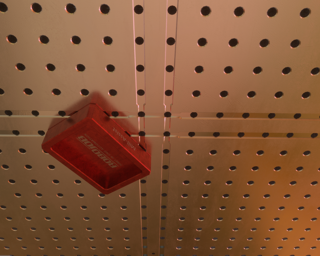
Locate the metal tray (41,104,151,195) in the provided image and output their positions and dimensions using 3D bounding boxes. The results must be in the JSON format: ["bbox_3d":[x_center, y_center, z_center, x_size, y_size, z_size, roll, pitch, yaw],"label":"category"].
[{"bbox_3d":[-0.085,0.035,0.437,0.090,0.030,0.130,-29,125,22],"label":"metal tray"}]
